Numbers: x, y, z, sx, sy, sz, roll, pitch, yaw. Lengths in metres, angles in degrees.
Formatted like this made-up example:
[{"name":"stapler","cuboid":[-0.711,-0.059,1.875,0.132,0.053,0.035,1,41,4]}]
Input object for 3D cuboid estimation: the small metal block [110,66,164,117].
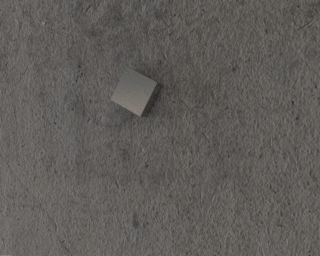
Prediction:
[{"name":"small metal block","cuboid":[-0.031,-0.049,0.420,0.050,0.025,0.050,30,100,17]}]
